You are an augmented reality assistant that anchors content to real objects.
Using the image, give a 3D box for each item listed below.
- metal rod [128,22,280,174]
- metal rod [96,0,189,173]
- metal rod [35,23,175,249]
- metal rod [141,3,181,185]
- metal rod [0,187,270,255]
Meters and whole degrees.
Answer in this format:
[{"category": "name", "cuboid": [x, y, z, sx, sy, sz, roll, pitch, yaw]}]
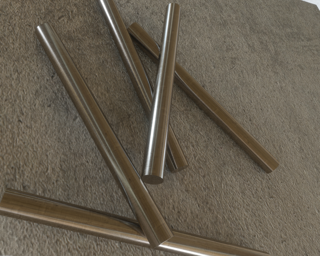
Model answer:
[{"category": "metal rod", "cuboid": [0.062, -0.047, 0.467, 0.300, 0.025, 0.025, 45, 51, 3]}, {"category": "metal rod", "cuboid": [-0.032, -0.078, 0.435, 0.025, 0.025, 0.299, -11, 67, -33]}, {"category": "metal rod", "cuboid": [-0.073, -0.007, 0.352, 0.025, 0.025, 0.299, -18, 66, -35]}, {"category": "metal rod", "cuboid": [0.007, -0.068, 0.416, 0.025, 0.025, 0.300, 19, 54, -18]}, {"category": "metal rod", "cuboid": [-0.009, 0.115, 0.329, 0.302, 0.025, 0.025, 19, 54, -17]}]
